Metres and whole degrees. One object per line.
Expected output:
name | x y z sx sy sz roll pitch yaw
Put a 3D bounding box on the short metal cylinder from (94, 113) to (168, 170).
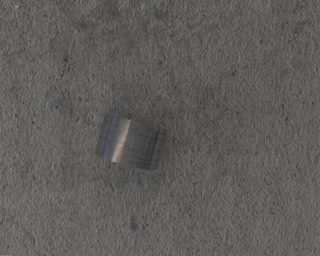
short metal cylinder | -0.035 0.016 0.382 0.080 0.080 0.050 15 90 0
